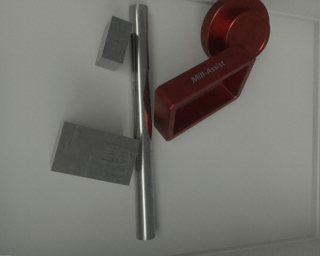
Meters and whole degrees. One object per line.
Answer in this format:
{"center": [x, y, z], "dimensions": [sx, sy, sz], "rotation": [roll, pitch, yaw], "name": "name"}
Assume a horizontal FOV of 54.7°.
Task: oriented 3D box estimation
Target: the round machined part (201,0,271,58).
{"center": [0.109, -0.128, 0.422], "dimensions": [0.099, 0.042, 0.097], "rotation": [-11, 122, -18], "name": "round machined part"}

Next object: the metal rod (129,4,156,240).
{"center": [-0.023, -0.007, 0.402], "dimensions": [0.025, 0.025, 0.298], "rotation": [-2, 91, -20], "name": "metal rod"}

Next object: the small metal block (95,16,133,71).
{"center": [-0.057, -0.101, 0.377], "dimensions": [0.025, 0.050, 0.050], "rotation": [15, 85, -20], "name": "small metal block"}

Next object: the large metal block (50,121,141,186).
{"center": [-0.077, 0.027, 0.353], "dimensions": [0.081, 0.080, 0.050], "rotation": [15, 85, -20], "name": "large metal block"}

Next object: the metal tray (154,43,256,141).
{"center": [0.054, -0.044, 0.396], "dimensions": [0.131, 0.090, 0.030], "rotation": [-31, 67, -18], "name": "metal tray"}
